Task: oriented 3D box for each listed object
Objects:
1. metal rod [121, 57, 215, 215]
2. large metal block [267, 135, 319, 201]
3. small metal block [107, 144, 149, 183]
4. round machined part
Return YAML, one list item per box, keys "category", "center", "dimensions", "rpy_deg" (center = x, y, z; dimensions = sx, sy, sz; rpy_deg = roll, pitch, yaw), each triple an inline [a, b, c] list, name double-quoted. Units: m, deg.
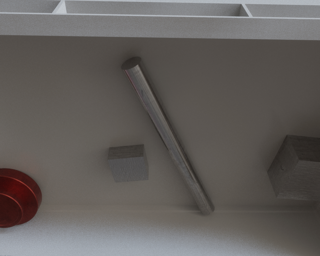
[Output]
- category: "metal rod"
  center: [0.024, 0.032, 0.436]
  dimensions: [0.025, 0.025, 0.299]
  rpy_deg: [-18, 128, 14]
- category: "large metal block"
  center: [0.214, 0.059, 0.447]
  dimensions: [0.081, 0.050, 0.079]
  rpy_deg: [6, 130, -5]
- category: "small metal block"
  center: [-0.045, 0.052, 0.453]
  dimensions: [0.050, 0.025, 0.050]
  rpy_deg: [-5, 130, 4]
- category: "round machined part"
  center: [-0.239, 0.114, 0.477]
  dimensions: [0.099, 0.042, 0.097]
  rpy_deg: [-1, 116, -1]
